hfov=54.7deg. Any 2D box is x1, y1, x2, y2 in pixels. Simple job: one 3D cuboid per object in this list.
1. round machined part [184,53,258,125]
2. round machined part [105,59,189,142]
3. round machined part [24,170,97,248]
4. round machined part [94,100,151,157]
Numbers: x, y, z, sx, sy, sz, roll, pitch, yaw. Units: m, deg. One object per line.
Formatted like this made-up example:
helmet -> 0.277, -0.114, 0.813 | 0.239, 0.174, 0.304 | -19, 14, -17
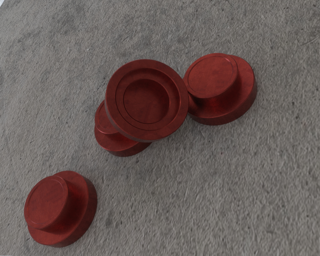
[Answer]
round machined part -> 0.069, -0.056, 0.391 | 0.098, 0.042, 0.098 | -13, 56, 21
round machined part -> -0.018, -0.030, 0.377 | 0.099, 0.042, 0.098 | 3, 78, -13
round machined part -> -0.135, 0.100, 0.402 | 0.098, 0.042, 0.098 | -13, 56, 21
round machined part -> -0.050, -0.013, 0.427 | 0.098, 0.042, 0.098 | -13, 56, 21
